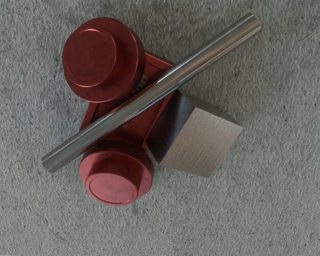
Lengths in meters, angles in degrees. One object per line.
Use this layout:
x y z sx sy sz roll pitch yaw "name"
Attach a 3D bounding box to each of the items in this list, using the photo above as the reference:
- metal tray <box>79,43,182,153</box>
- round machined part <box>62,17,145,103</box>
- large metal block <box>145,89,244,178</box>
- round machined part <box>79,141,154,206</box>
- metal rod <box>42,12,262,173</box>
-0.037 -0.034 0.395 0.090 0.030 0.129 23 108 -9 "metal tray"
-0.070 -0.078 0.351 0.098 0.042 0.097 0 89 20 "round machined part"
0.041 0.009 0.386 0.080 0.050 0.080 19 110 -33 "large metal block"
-0.059 0.066 0.407 0.099 0.042 0.097 4 131 5 "round machined part"
-0.019 -0.035 0.367 0.300 0.025 0.025 -33 107 11 "metal rod"
